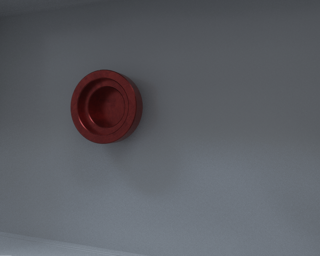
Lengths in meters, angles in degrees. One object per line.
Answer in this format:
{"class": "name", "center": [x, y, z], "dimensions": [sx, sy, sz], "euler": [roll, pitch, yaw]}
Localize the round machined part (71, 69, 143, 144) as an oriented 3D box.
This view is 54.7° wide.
{"class": "round machined part", "center": [-0.069, -0.028, 0.425], "dimensions": [0.098, 0.042, 0.097], "euler": [0, 90, 19]}
